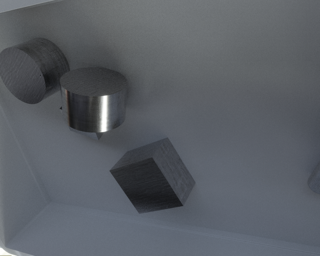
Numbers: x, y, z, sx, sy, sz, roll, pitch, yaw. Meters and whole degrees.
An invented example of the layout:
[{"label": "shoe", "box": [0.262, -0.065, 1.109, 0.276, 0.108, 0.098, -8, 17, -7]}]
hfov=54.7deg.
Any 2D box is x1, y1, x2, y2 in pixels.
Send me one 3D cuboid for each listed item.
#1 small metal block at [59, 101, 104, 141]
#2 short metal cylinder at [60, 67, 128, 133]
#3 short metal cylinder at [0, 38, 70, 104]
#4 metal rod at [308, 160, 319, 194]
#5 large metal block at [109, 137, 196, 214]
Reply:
[{"label": "small metal block", "box": [-0.109, -0.013, 0.446, 0.050, 0.025, 0.050, 17, 146, 18]}, {"label": "short metal cylinder", "box": [-0.083, -0.038, 0.392, 0.080, 0.080, 0.050, 19, 125, 17]}, {"label": "short metal cylinder", "box": [-0.175, -0.080, 0.433, 0.080, 0.050, 0.079, 13, 124, 20]}, {"label": "metal rod", "box": [0.162, -0.018, 0.232, 0.025, 0.025, 0.299, 16, 150, 19]}, {"label": "large metal block", "box": [-0.010, 0.069, 0.439, 0.080, 0.050, 0.080, -21, 107, 35]}]
